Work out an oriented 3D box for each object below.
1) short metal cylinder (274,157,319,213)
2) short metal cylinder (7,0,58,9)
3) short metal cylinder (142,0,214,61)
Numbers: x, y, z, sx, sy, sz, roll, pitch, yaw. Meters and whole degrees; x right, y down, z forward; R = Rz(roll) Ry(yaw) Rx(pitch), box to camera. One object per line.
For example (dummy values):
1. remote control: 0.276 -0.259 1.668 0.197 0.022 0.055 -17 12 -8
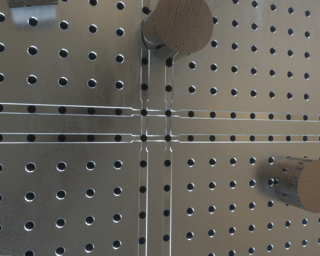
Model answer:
1. short metal cylinder: 0.227 0.086 0.483 0.081 0.050 0.079 0 90 -20
2. short metal cylinder: -0.144 -0.172 0.330 0.050 0.080 0.080 -14 95 -20
3. short metal cylinder: 0.022 -0.132 0.407 0.081 0.050 0.079 0 90 -20
